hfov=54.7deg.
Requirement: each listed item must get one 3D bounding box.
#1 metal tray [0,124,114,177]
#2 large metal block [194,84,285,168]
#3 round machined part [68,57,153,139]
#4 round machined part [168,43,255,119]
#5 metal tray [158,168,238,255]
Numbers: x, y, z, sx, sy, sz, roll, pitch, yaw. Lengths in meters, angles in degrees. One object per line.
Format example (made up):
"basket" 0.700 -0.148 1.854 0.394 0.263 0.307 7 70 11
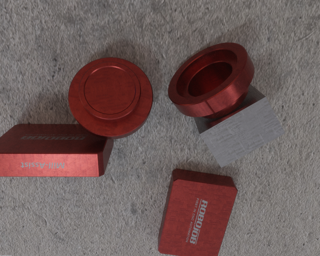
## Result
"metal tray" -0.129 0.025 0.382 0.131 0.090 0.030 0 111 -1
"large metal block" 0.090 -0.008 0.378 0.080 0.080 0.050 -31 109 10
"round machined part" -0.057 -0.038 0.362 0.099 0.042 0.098 1 78 -6
"round machined part" 0.062 -0.049 0.356 0.098 0.098 0.042 -34 125 11
"metal tray" 0.052 0.129 0.456 0.091 0.030 0.129 9 110 -4
